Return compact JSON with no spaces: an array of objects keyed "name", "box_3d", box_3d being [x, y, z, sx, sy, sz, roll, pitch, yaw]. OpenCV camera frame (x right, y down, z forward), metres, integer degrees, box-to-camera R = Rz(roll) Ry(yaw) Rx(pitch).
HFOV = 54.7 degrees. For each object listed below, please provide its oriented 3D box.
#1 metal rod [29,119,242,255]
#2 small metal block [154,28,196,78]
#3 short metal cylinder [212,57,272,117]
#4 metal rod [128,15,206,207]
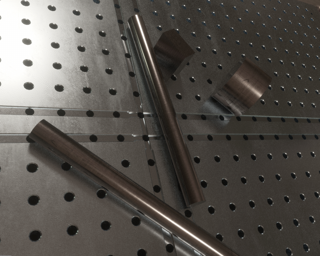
[{"name":"metal rod","box_3d":[-0.012,0.088,0.349,0.301,0.025,0.025,36,51,-5]},{"name":"small metal block","box_3d":[0.018,-0.113,0.473,0.025,0.050,0.050,-34,81,-38]},{"name":"short metal cylinder","box_3d":[0.126,-0.064,0.482,0.050,0.080,0.080,39,51,-3]},{"name":"metal rod","box_3d":[0.003,-0.039,0.434,0.025,0.025,0.299,-4,63,-30]}]
